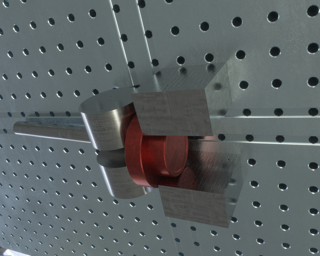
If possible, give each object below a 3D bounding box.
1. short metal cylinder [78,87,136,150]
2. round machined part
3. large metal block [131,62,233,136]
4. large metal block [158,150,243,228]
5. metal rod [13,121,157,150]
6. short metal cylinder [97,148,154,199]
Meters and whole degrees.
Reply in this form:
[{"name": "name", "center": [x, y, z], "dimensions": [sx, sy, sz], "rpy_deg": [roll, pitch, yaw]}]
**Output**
[{"name": "short metal cylinder", "center": [-0.057, -0.014, 0.397], "dimensions": [0.080, 0.080, 0.050], "rpy_deg": [1, 119, 28]}, {"name": "round machined part", "center": [0.002, 0.024, 0.377], "dimensions": [0.042, 0.098, 0.097], "rpy_deg": [1, 119, 28]}, {"name": "large metal block", "center": [0.028, -0.033, 0.342], "dimensions": [0.080, 0.080, 0.050], "rpy_deg": [0, 118, 28]}, {"name": "large metal block", "center": [0.055, 0.072, 0.392], "dimensions": [0.080, 0.080, 0.050], "rpy_deg": [3, 120, 27]}, {"name": "metal rod", "center": [-0.115, 0.010, 0.463], "dimensions": [0.300, 0.025, 0.025], "rpy_deg": [4, 121, 30]}, {"name": "short metal cylinder", "center": [-0.041, 0.052, 0.429], "dimensions": [0.080, 0.080, 0.050], "rpy_deg": [2, 120, 27]}]
